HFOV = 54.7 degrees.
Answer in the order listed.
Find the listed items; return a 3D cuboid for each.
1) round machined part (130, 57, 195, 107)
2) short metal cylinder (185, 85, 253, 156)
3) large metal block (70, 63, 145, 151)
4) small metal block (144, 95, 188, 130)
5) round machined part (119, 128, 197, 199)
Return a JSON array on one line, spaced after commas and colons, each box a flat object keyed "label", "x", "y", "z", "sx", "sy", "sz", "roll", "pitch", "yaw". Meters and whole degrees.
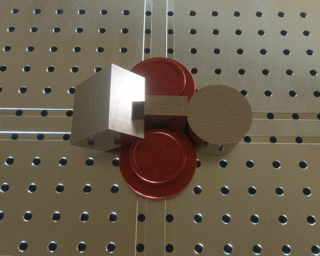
[{"label": "round machined part", "x": -0.001, "y": -0.056, "z": 0.423, "sx": 0.099, "sy": 0.042, "sz": 0.098, "roll": 0, "pitch": 70, "yaw": 0}, {"label": "short metal cylinder", "x": 0.073, "y": -0.009, "z": 0.401, "sx": 0.081, "sy": 0.050, "sz": 0.080, "roll": 0, "pitch": 70, "yaw": 0}, {"label": "large metal block", "x": -0.065, "y": -0.021, "z": 0.384, "sx": 0.050, "sy": 0.080, "sz": 0.080, "roll": 18, "pitch": 63, "yaw": -42}, {"label": "small metal block", "x": 0.007, "y": -0.018, "z": 0.381, "sx": 0.050, "sy": 0.050, "sz": 0.025, "roll": 1, "pitch": 70, "yaw": 0}, {"label": "round machined part", "x": -0.003, "y": 0.038, "z": 0.389, "sx": 0.099, "sy": 0.042, "sz": 0.098, "roll": 0, "pitch": 70, "yaw": 0}]
